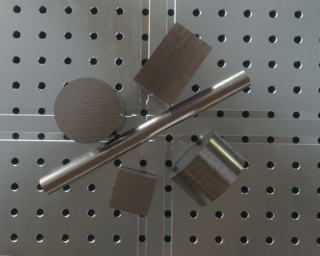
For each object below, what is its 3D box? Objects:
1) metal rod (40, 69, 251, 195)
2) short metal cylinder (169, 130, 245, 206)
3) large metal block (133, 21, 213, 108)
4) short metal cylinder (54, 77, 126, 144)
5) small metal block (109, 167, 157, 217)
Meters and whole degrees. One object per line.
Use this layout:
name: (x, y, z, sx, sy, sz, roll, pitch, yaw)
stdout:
metal rod: (-0.019, 0.005, 0.410, 0.301, 0.025, 0.025, -28, 90, 0)
short metal cylinder: (0.057, 0.049, 0.383, 0.050, 0.080, 0.080, 44, 90, -1)
large metal block: (0.015, -0.072, 0.383, 0.050, 0.080, 0.080, 36, 90, 0)
short metal cylinder: (-0.087, -0.021, 0.396, 0.081, 0.050, 0.079, 0, 90, 0)
small metal block: (-0.035, 0.084, 0.410, 0.050, 0.025, 0.050, 15, 90, 0)
